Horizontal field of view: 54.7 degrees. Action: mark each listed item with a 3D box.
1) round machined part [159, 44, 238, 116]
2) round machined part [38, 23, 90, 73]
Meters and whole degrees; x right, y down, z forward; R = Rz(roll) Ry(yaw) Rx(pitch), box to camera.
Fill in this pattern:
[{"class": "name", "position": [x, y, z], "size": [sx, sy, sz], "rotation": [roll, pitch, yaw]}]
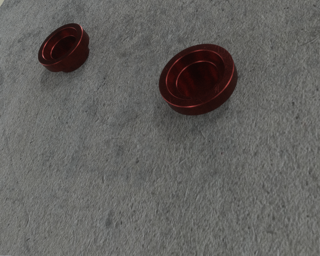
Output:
[{"class": "round machined part", "position": [0.052, -0.058, 0.401], "size": [0.098, 0.042, 0.098], "rotation": [-13, 56, 21]}, {"class": "round machined part", "position": [-0.170, -0.141, 0.570], "size": [0.098, 0.042, 0.098], "rotation": [-13, 56, 21]}]
